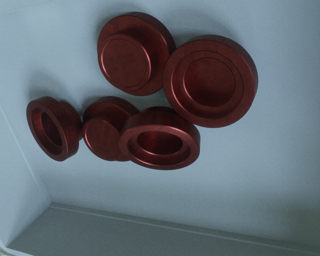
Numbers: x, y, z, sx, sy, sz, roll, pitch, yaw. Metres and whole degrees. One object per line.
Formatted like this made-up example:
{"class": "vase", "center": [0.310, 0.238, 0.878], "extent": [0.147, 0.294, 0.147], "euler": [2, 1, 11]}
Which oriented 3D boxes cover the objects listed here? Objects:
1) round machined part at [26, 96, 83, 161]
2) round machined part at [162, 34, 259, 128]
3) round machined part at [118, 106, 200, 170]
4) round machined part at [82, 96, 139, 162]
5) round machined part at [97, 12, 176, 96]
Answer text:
{"class": "round machined part", "center": [-0.153, -0.002, 0.465], "extent": [0.098, 0.042, 0.097], "euler": [22, 128, 33]}
{"class": "round machined part", "center": [0.056, -0.052, 0.335], "extent": [0.098, 0.042, 0.097], "euler": [13, 124, 20]}
{"class": "round machined part", "center": [0.001, 0.010, 0.386], "extent": [0.099, 0.042, 0.097], "euler": [5, 143, 4]}
{"class": "round machined part", "center": [-0.069, 0.008, 0.437], "extent": [0.098, 0.042, 0.097], "euler": [13, 124, 20]}
{"class": "round machined part", "center": [-0.033, -0.082, 0.363], "extent": [0.098, 0.042, 0.097], "euler": [13, 124, 20]}
